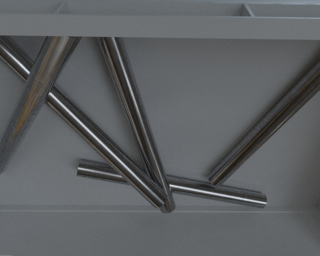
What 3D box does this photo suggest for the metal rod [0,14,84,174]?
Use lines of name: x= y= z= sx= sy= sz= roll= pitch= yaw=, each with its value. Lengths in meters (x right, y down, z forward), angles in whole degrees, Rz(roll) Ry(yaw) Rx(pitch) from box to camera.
metal rod: x=-0.157 y=-0.013 z=0.354 sx=0.025 sy=0.025 sz=0.299 roll=28 pitch=138 yaw=-22

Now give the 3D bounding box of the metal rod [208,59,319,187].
metal rod: x=0.155 y=-0.020 z=0.392 sx=0.025 sy=0.025 sz=0.298 roll=22 pitch=127 yaw=-18

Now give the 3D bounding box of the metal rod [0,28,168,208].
metal rod: x=-0.093 y=-0.003 z=0.372 sx=0.025 sy=0.025 sz=0.300 roll=-32 pitch=114 yaw=24

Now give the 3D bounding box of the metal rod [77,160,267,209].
metal rod: x=0.025 y=0.090 z=0.485 sx=0.302 sy=0.025 sz=0.025 roll=12 pitch=129 yaw=-11

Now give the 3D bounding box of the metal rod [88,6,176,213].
metal rod: x=-0.024 y=0.002 z=0.391 sx=0.025 sy=0.025 sz=0.298 roll=-11 pitch=124 yaw=9
